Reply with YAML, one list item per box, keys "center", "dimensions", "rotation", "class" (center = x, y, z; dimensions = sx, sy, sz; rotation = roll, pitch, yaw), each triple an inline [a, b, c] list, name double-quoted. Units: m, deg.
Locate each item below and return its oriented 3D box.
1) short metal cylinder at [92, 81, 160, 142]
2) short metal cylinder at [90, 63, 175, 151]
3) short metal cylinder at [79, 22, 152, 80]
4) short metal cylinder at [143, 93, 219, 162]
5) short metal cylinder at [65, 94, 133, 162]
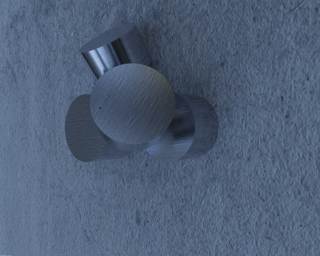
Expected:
- center: [-0.047, -0.022, 0.427]
  dimensions: [0.080, 0.050, 0.079]
  rotation: [0, 90, 39]
  class: "short metal cylinder"
- center: [-0.028, -0.019, 0.317]
  dimensions: [0.050, 0.081, 0.080]
  rotation: [118, 140, -76]
  class: "short metal cylinder"
- center: [-0.058, -0.097, 0.408]
  dimensions: [0.080, 0.080, 0.050]
  rotation: [0, 129, 39]
  class: "short metal cylinder"
- center: [0.022, -0.001, 0.370]
  dimensions: [0.080, 0.050, 0.079]
  rotation: [0, 90, 39]
  class: "short metal cylinder"
- center: [-0.072, 0.000, 0.381]
  dimensions: [0.080, 0.050, 0.079]
  rotation: [0, 90, 39]
  class: "short metal cylinder"
